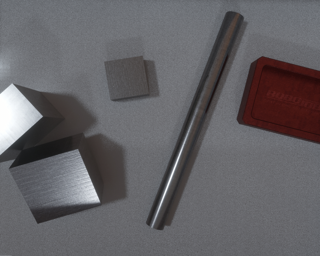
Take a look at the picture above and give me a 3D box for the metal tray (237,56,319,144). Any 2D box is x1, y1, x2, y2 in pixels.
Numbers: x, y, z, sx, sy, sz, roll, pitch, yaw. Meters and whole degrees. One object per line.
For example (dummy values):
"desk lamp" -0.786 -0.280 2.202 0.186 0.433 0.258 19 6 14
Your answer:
"metal tray" 0.178 -0.034 0.411 0.131 0.030 0.089 14 90 -1

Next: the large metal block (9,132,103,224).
"large metal block" -0.123 0.061 0.385 0.080 0.050 0.080 -16 112 -1

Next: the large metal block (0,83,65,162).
"large metal block" -0.176 -0.004 0.382 0.080 0.080 0.050 -42 90 0

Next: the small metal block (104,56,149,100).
"small metal block" -0.043 -0.065 0.411 0.050 0.025 0.050 -9 90 -1

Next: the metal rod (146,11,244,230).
"metal rod" 0.046 -0.010 0.412 0.025 0.025 0.299 21 90 -1
